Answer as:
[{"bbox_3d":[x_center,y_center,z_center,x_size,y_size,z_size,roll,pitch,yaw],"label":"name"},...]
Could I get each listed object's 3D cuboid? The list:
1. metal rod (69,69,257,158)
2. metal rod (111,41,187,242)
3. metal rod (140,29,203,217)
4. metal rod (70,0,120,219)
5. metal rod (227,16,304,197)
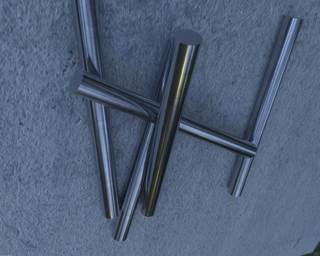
[{"bbox_3d":[0.030,-0.005,0.388,0.302,0.025,0.025,20,108,-39],"label":"metal rod"},{"bbox_3d":[-0.021,0.033,0.415,0.025,0.025,0.298,3,117,-30],"label":"metal rod"},{"bbox_3d":[0.003,0.024,0.368,0.025,0.025,0.298,-13,141,-21],"label":"metal rod"},{"bbox_3d":[-0.071,-0.006,0.364,0.025,0.025,0.298,-14,124,-21],"label":"metal rod"},{"bbox_3d":[0.155,-0.017,0.480,0.025,0.025,0.298,-5,121,-26],"label":"metal rod"}]
